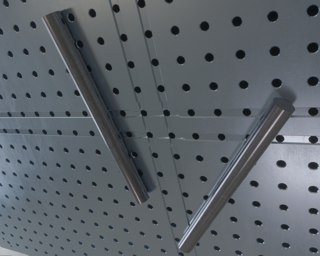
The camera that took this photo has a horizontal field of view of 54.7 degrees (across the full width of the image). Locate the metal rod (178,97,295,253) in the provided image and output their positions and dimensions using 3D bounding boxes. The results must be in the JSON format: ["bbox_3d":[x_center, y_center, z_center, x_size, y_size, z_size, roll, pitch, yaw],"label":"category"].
[{"bbox_3d":[0.086,0.084,0.417,0.025,0.025,0.298,29,128,9],"label":"metal rod"}]

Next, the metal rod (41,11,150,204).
[{"bbox_3d":[-0.084,-0.016,0.445,0.025,0.025,0.299,-10,114,32],"label":"metal rod"}]
